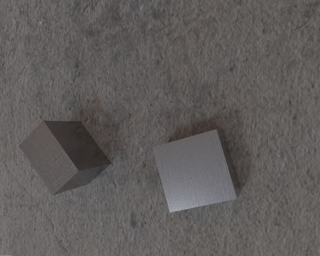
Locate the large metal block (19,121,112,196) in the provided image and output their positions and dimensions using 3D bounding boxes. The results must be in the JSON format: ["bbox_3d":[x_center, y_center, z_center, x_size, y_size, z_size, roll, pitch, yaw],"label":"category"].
[{"bbox_3d":[-0.126,0.037,0.423,0.050,0.080,0.080,-42,77,15],"label":"large metal block"}]

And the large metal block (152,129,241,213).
[{"bbox_3d":[0.046,0.050,0.379,0.080,0.050,0.080,-17,85,19],"label":"large metal block"}]
